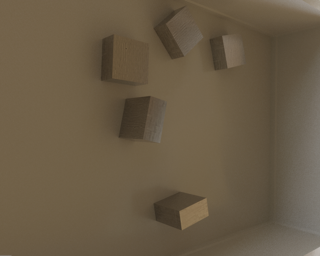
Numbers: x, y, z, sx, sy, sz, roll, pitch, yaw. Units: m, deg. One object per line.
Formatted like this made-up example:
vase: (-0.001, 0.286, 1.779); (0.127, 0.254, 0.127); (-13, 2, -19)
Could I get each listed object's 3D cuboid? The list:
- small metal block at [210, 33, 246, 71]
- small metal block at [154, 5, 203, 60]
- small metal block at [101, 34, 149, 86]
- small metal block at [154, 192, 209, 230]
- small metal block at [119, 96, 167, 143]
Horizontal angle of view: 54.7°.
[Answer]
small metal block: (0.110, -0.123, 0.498); (0.050, 0.025, 0.050); (-20, 103, -38)
small metal block: (0.027, -0.132, 0.428); (0.050, 0.025, 0.050); (-49, 119, -29)
small metal block: (-0.041, -0.079, 0.372); (0.050, 0.025, 0.050); (3, 88, -40)
small metal block: (0.028, 0.109, 0.414); (0.050, 0.050, 0.025); (-14, 99, -39)
small metal block: (-0.021, -0.009, 0.372); (0.025, 0.050, 0.050); (16, 80, -39)
